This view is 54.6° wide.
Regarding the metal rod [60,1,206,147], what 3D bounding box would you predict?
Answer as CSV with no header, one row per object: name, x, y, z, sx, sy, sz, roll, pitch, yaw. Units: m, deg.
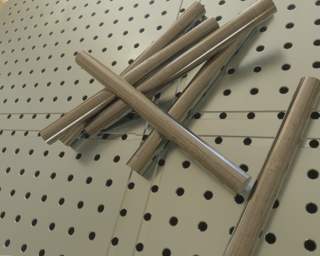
metal rod,-0.042,-0.086,0.484,0.300,0.025,0.025,-45,51,-3

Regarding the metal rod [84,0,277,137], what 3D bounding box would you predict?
metal rod,0.017,-0.075,0.423,0.300,0.025,0.025,-33,51,15

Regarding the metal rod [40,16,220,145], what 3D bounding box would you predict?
metal rod,-0.042,-0.070,0.456,0.301,0.025,0.025,-34,51,-2

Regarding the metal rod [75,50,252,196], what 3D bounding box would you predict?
metal rod,-0.015,-0.023,0.393,0.300,0.025,0.025,39,84,29

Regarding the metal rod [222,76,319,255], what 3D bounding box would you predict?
metal rod,0.100,0.075,0.310,0.025,0.025,0.300,18,71,35

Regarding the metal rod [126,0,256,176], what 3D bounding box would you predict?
metal rod,0.057,-0.064,0.417,0.025,0.025,0.300,31,78,38
